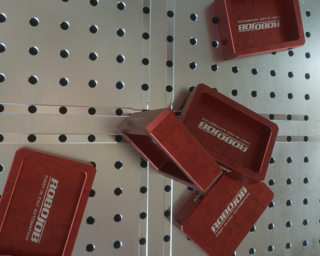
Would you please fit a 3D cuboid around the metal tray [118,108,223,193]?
[{"bbox_3d":[0.005,0.022,0.358,0.030,0.130,0.090,-45,104,-14],"label":"metal tray"}]

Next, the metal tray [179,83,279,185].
[{"bbox_3d":[0.089,0.009,0.419,0.130,0.030,0.090,28,67,-8],"label":"metal tray"}]

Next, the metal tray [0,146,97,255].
[{"bbox_3d":[-0.137,0.095,0.359,0.091,0.030,0.130,17,84,-19],"label":"metal tray"}]

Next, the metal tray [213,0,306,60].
[{"bbox_3d":[0.151,-0.157,0.464,0.131,0.030,0.090,-13,95,-20],"label":"metal tray"}]

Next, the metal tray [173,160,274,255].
[{"bbox_3d":[0.093,0.115,0.444,0.090,0.030,0.130,46,76,-14],"label":"metal tray"}]
